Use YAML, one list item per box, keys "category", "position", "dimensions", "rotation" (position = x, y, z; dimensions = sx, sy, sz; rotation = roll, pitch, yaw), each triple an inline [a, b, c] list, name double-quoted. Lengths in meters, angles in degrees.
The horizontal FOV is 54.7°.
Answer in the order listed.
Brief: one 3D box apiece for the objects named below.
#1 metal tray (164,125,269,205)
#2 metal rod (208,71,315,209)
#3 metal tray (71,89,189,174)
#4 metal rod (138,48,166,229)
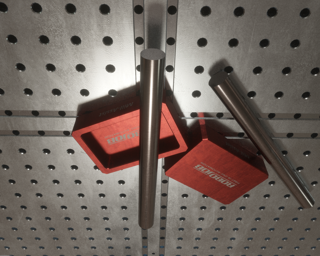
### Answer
- category: "metal tray"
  position: [0.083, 0.059, 0.460]
  dimensions: [0.131, 0.030, 0.090]
  rotation: [30, 124, -24]
- category: "metal rod"
  position: [0.158, 0.033, 0.442]
  dimensions: [0.025, 0.025, 0.300]
  rotation: [-30, 125, 22]
- category: "metal tray"
  position: [-0.038, 0.008, 0.414]
  dimensions: [0.130, 0.030, 0.090]
  rotation: [-18, 128, 14]
- category: "metal rod"
  position: [-0.015, 0.040, 0.404]
  dimensions: [0.025, 0.025, 0.298]
  rotation: [2, 130, -2]
